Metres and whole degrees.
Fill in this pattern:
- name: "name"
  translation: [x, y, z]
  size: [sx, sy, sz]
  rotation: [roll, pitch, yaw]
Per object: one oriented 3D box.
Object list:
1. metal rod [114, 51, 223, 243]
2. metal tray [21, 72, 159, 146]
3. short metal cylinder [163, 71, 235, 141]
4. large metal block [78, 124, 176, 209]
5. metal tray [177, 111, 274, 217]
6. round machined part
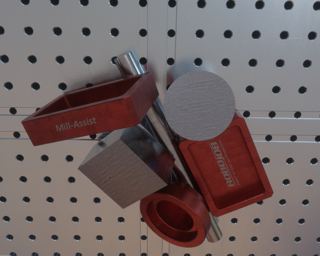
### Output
- name: "metal rod"
  translation: [0.019, 0.038, 0.423]
  size: [0.025, 0.025, 0.299]
  rotation: [-24, 109, 8]
- name: "metal tray"
  translation: [-0.075, -0.023, 0.350]
  size: [0.130, 0.090, 0.030]
  rotation: [-11, 112, 19]
- name: "short metal cylinder"
  translation: [0.048, -0.024, 0.372]
  size: [0.080, 0.050, 0.080]
  rotation: [-1, 86, 11]
- name: "large metal block"
  translation: [-0.041, 0.045, 0.393]
  size: [0.080, 0.050, 0.080]
  rotation: [-34, 108, 30]
- name: "metal tray"
  translation: [0.090, 0.051, 0.427]
  size: [0.090, 0.030, 0.129]
  rotation: [-24, 109, 8]
- name: "round machined part"
  translation: [0.025, 0.114, 0.427]
  size: [0.098, 0.042, 0.097]
  rotation: [17, 129, 23]
